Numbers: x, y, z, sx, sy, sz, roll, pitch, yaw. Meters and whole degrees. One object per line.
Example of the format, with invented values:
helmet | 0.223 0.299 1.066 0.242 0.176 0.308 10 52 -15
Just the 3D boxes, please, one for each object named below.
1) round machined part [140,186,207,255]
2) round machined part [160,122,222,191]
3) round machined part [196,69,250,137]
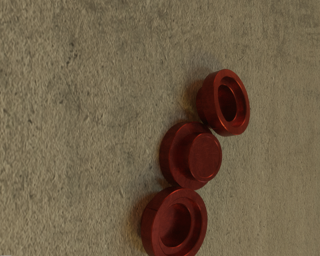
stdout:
round machined part | 0.014 0.125 0.405 0.099 0.042 0.097 0 90 -40
round machined part | 0.050 0.040 0.435 0.099 0.042 0.097 0 90 -40
round machined part | 0.091 -0.035 0.462 0.099 0.042 0.098 12 72 -44
